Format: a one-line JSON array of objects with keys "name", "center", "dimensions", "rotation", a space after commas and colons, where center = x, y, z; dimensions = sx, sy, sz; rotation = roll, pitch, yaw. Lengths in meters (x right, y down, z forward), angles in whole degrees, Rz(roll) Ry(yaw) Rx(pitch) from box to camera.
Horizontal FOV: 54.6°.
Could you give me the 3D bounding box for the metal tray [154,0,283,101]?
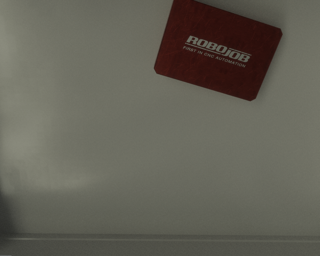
[{"name": "metal tray", "center": [0.067, -0.094, 0.374], "dimensions": [0.131, 0.030, 0.089], "rotation": [16, 109, -6]}]
